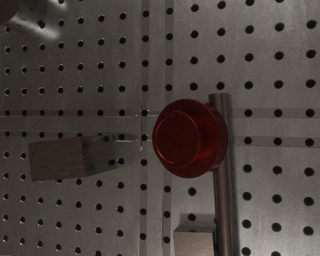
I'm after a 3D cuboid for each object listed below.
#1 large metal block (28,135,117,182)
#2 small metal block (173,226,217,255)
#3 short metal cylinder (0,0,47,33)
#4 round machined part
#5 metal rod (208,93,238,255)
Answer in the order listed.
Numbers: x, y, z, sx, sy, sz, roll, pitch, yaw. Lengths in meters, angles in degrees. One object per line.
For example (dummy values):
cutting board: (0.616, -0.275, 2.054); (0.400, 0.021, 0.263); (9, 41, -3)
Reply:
large metal block: (-0.117, 0.039, 0.423); (0.080, 0.080, 0.050); (-7, 88, 19)
small metal block: (0.046, 0.154, 0.396); (0.050, 0.025, 0.050); (-5, 89, 19)
short metal cylinder: (-0.224, -0.193, 0.476); (0.080, 0.050, 0.079); (0, 90, 19)
round machined part: (0.029, 0.013, 0.378); (0.098, 0.042, 0.097); (1, 92, 38)
metal rod: (0.081, 0.107, 0.383); (0.025, 0.025, 0.298); (-3, 89, 19)
